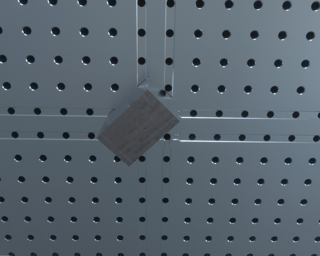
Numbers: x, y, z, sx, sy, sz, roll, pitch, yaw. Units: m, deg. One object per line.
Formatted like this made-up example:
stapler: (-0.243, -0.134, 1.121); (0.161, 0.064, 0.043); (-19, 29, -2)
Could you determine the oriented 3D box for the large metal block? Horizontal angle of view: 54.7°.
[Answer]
large metal block: (-0.025, -0.012, 0.379); (0.080, 0.080, 0.050); (-42, 105, 13)
